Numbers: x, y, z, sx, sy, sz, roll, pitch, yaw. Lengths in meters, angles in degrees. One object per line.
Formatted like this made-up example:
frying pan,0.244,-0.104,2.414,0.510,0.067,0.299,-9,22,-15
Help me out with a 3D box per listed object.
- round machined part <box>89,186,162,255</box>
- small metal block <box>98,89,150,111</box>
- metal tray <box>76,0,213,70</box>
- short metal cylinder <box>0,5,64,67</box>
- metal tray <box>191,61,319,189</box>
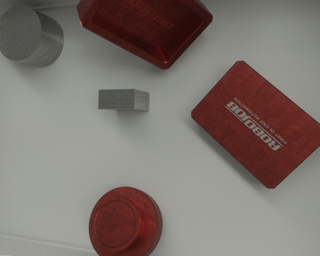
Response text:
round machined part,-0.050,0.125,0.402,0.098,0.042,0.098,-6,69,17
small metal block,-0.047,-0.036,0.413,0.050,0.050,0.025,1,91,19
metal tray,-0.014,-0.129,0.351,0.090,0.131,0.030,-45,47,26
short metal cylinder,-0.193,-0.135,0.463,0.080,0.050,0.079,0,90,19
metal tray,0.114,-0.005,0.368,0.130,0.030,0.090,44,103,14
